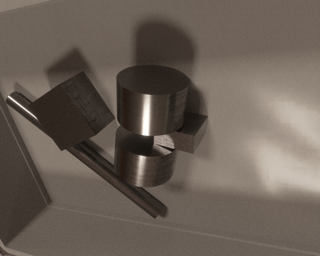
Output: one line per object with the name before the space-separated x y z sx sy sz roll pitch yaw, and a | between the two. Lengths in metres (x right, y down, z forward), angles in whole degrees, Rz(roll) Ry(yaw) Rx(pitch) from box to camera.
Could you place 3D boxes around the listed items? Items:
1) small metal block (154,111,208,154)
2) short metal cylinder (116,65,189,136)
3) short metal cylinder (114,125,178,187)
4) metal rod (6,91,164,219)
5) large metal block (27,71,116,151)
small metal block | 0.026 0.002 0.379 0.050 0.050 0.025 14 124 20
short metal cylinder | -0.009 -0.034 0.356 0.080 0.080 0.050 17 125 18
short metal cylinder | -0.018 0.030 0.400 0.080 0.080 0.050 20 126 16
metal rod | -0.120 0.042 0.495 0.300 0.025 0.025 37 129 2
large metal block | -0.126 -0.023 0.443 0.080 0.050 0.080 -22 107 36
